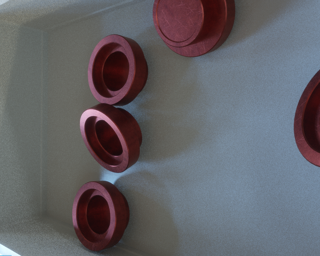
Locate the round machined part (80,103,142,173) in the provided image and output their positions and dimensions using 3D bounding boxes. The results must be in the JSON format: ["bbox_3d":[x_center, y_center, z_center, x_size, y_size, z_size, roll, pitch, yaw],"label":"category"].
[{"bbox_3d":[-0.063,0.010,0.433,0.098,0.042,0.097,24,129,33],"label":"round machined part"}]

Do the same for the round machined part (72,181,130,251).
[{"bbox_3d":[-0.084,0.128,0.462,0.098,0.042,0.097,-5,82,39],"label":"round machined part"}]

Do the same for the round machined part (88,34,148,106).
[{"bbox_3d":[-0.056,-0.080,0.442,0.098,0.042,0.097,0,90,40],"label":"round machined part"}]

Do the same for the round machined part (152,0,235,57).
[{"bbox_3d":[0.031,-0.129,0.351,0.098,0.042,0.097,19,123,34],"label":"round machined part"}]

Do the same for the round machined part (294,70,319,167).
[{"bbox_3d":[0.158,-0.010,0.245,0.098,0.042,0.098,-162,89,-76],"label":"round machined part"}]
